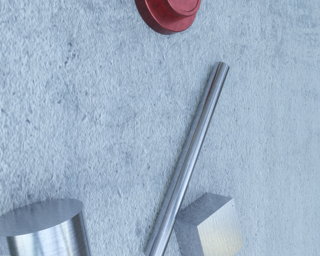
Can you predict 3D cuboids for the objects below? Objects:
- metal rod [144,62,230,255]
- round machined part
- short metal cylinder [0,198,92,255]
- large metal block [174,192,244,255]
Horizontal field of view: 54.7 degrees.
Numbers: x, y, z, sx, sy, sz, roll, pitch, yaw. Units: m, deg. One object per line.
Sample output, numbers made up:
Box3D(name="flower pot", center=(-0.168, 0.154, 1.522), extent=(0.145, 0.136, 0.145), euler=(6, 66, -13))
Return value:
Box3D(name="metal rod", center=(0.044, 0.035, 0.444), extent=(0.025, 0.025, 0.299), euler=(35, 68, -35))
Box3D(name="round machined part", center=(0.017, -0.177, 0.409), extent=(0.099, 0.042, 0.097), euler=(0, 90, -40))
Box3D(name="short metal cylinder", center=(-0.106, 0.102, 0.281), extent=(0.081, 0.080, 0.050), euler=(-13, 99, -40))
Box3D(name="large metal block", center=(0.070, 0.151, 0.451), extent=(0.081, 0.050, 0.080), euler=(-24, 105, -38))
